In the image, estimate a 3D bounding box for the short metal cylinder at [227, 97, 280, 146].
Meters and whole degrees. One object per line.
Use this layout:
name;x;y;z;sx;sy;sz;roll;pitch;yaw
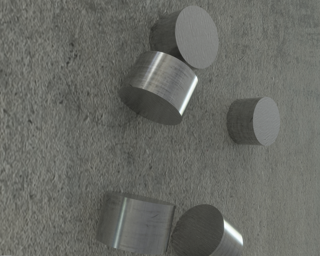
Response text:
short metal cylinder;0.157;-0.011;0.520;0.081;0.050;0.080;0;90;-40

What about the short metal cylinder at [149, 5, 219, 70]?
short metal cylinder;0.033;-0.116;0.416;0.081;0.050;0.080;0;90;-40

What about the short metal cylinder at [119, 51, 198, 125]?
short metal cylinder;-0.001;-0.045;0.367;0.080;0.080;0.050;39;66;-33

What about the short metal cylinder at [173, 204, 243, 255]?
short metal cylinder;0.065;0.152;0.423;0.050;0.080;0.080;46;63;-31

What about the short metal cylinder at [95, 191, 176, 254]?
short metal cylinder;-0.026;0.103;0.347;0.080;0.080;0.050;19;78;-39
